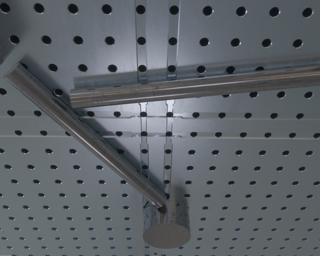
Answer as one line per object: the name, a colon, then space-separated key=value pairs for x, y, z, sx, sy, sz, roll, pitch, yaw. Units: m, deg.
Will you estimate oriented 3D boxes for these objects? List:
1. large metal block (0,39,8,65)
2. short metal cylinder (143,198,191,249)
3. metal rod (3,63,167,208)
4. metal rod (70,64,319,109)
large metal block: x=-0.203 y=-0.085 z=0.301 sx=0.050 sy=0.080 sz=0.080 roll=-5 pitch=130 yaw=4
short metal cylinder: x=0.011 y=0.165 z=0.536 sx=0.081 sy=0.050 sz=0.079 roll=0 pitch=130 yaw=0
metal rod: x=-0.084 y=0.027 z=0.433 sx=0.025 sy=0.025 sz=0.300 roll=-28 pitch=125 yaw=21
metal rod: x=0.044 y=-0.049 z=0.369 sx=0.302 sy=0.025 sz=0.025 roll=-5 pitch=130 yaw=4
